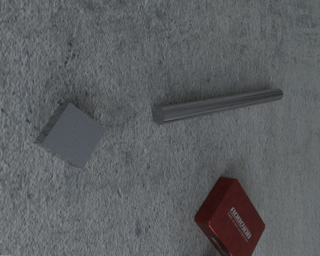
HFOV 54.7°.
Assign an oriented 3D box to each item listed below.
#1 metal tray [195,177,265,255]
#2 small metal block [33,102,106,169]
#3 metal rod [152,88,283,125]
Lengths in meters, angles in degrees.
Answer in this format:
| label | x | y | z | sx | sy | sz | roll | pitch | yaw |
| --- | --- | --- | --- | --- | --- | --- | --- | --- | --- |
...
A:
| label | x | y | z | sx | sy | sz | roll | pitch | yaw |
| --- | --- | --- | --- | --- | --- | --- | --- | --- | --- |
| metal tray | 0.118 | 0.154 | 0.504 | 0.090 | 0.030 | 0.130 | -50 | 120 | -28 |
| small metal block | -0.094 | 0.008 | 0.327 | 0.050 | 0.025 | 0.050 | 41 | 65 | -33 |
| metal rod | 0.112 | -0.041 | 0.501 | 0.302 | 0.025 | 0.025 | -12 | 98 | -40 |
